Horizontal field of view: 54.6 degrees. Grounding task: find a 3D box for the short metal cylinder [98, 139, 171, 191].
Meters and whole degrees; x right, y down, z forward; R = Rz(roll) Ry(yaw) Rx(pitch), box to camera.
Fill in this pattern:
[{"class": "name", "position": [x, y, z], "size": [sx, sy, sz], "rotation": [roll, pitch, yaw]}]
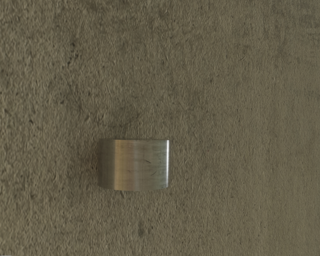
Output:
[{"class": "short metal cylinder", "position": [-0.028, 0.037, 0.345], "size": [0.081, 0.080, 0.050], "rotation": [2, 89, -40]}]
